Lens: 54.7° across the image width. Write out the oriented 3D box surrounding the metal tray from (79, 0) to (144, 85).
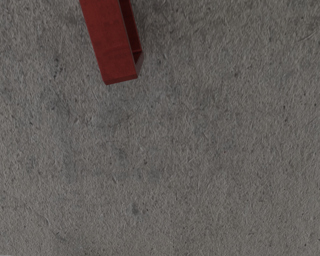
[{"bbox_3d":[-0.044,-0.102,0.316,0.030,0.130,0.089,-12,110,4],"label":"metal tray"}]
